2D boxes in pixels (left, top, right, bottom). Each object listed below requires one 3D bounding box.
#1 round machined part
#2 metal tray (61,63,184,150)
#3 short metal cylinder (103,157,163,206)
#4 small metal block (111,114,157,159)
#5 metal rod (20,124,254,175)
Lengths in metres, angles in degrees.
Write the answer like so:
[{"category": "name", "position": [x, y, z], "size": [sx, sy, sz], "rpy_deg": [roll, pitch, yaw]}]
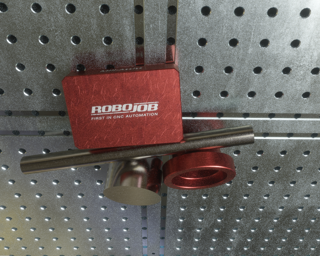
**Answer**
[{"category": "round machined part", "position": [0.052, 0.051, 0.429], "size": [0.099, 0.042, 0.098], "rpy_deg": [-4, 152, -2]}, {"category": "metal tray", "position": [-0.040, -0.025, 0.368], "size": [0.131, 0.030, 0.089], "rpy_deg": [-4, 112, 2]}, {"category": "short metal cylinder", "position": [-0.036, 0.074, 0.442], "size": [0.080, 0.050, 0.080], "rpy_deg": [4, 149, 3]}, {"category": "small metal block", "position": [-0.036, 0.013, 0.433], "size": [0.050, 0.025, 0.050], "rpy_deg": [14, 129, -12]}, {"category": "metal rod", "position": [-0.033, 0.029, 0.402], "size": [0.302, 0.025, 0.025], "rpy_deg": [-8, 130, 6]}]
